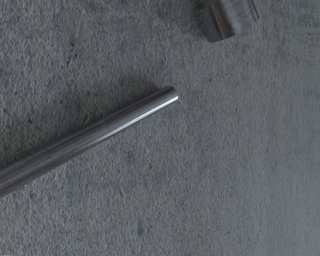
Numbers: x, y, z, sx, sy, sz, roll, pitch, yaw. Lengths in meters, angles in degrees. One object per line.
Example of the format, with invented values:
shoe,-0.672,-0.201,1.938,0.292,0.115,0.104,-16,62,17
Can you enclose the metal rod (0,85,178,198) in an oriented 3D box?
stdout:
metal rod,-0.091,0.017,0.328,0.302,0.025,0.025,-31,110,-36

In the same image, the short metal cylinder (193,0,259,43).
short metal cylinder,0.095,-0.167,0.448,0.080,0.080,0.050,-45,117,-30
